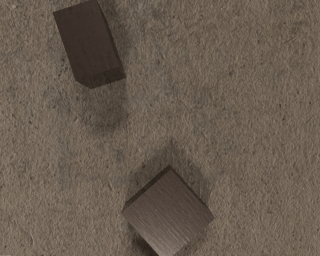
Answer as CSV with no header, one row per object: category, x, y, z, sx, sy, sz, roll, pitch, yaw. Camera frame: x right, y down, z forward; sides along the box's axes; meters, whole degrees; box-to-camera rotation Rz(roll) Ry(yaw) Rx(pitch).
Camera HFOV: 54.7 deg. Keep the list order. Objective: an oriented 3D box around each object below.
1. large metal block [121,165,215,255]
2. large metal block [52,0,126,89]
large metal block,0.010,0.106,0.398,0.080,0.050,0.080,-42,91,0
large metal block,-0.082,-0.098,0.381,0.050,0.080,0.080,-19,90,0
